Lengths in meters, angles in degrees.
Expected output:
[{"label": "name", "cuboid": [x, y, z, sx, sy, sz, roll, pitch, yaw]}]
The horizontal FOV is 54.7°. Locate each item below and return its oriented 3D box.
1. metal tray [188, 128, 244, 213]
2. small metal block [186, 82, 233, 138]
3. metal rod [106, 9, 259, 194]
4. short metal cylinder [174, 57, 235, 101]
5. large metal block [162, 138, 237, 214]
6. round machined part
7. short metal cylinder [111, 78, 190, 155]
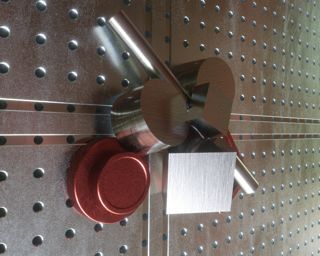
[{"label": "metal tray", "cuboid": [0.080, 0.052, 0.468, 0.090, 0.030, 0.130, -44, 117, -31]}, {"label": "small metal block", "cuboid": [0.063, -0.021, 0.389, 0.050, 0.025, 0.050, 33, 62, -35]}, {"label": "metal rod", "cuboid": [0.040, -0.022, 0.406, 0.300, 0.025, 0.025, 49, 60, -18]}, {"label": "short metal cylinder", "cuboid": [0.062, -0.057, 0.441, 0.081, 0.050, 0.079, 0, 90, -40]}, {"label": "large metal block", "cuboid": [0.046, 0.059, 0.393, 0.081, 0.050, 0.079, -1, 107, -7]}, {"label": "round machined part", "cuboid": [-0.050, 0.059, 0.351, 0.099, 0.042, 0.097, 0, 90, -40]}, {"label": "short metal cylinder", "cuboid": [-0.010, -0.012, 0.365, 0.080, 0.050, 0.080, 22, 58, -41]}]
